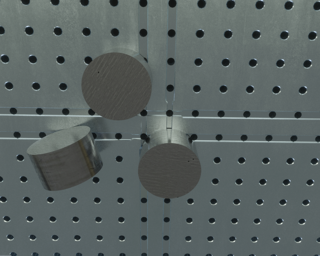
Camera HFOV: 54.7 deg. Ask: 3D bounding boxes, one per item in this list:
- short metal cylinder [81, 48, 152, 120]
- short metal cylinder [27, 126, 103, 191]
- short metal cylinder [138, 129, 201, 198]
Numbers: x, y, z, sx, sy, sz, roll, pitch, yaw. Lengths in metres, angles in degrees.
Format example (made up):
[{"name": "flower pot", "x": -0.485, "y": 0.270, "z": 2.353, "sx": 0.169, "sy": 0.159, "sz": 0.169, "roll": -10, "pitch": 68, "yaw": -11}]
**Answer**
[{"name": "short metal cylinder", "x": -0.050, "y": -0.055, "z": 0.379, "sx": 0.081, "sy": 0.050, "sz": 0.079, "roll": 0, "pitch": 110, "yaw": 0}, {"name": "short metal cylinder", "x": -0.120, "y": 0.036, "z": 0.396, "sx": 0.080, "sy": 0.080, "sz": 0.050, "roll": -14, "pitch": 110, "yaw": 5}, {"name": "short metal cylinder", "x": 0.012, "y": 0.047, "z": 0.417, "sx": 0.081, "sy": 0.050, "sz": 0.079, "roll": 0, "pitch": 110, "yaw": 0}]
